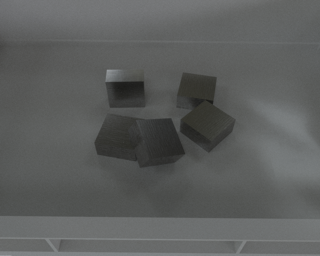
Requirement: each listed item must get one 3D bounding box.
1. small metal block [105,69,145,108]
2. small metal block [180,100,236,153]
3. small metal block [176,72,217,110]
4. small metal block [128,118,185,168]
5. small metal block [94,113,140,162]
[{"bbox_3d":[-0.047,-0.055,0.434,0.050,0.050,0.025,-1,50,-1],"label":"small metal block"},{"bbox_3d":[0.062,-0.003,0.409,0.050,0.025,0.050,38,59,27],"label":"small metal block"},{"bbox_3d":[0.053,-0.052,0.449,0.050,0.025,0.050,9,51,7],"label":"small metal block"},{"bbox_3d":[-0.005,0.017,0.372,0.050,0.025,0.050,-4,63,-34],"label":"small metal block"},{"bbox_3d":[-0.049,0.011,0.395,0.050,0.025,0.050,10,51,7],"label":"small metal block"}]
